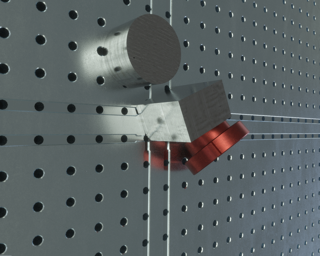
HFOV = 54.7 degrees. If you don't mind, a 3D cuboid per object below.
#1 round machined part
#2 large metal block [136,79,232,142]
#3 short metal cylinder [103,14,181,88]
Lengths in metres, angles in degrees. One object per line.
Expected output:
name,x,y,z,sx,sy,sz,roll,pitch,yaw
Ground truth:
round machined part,0.073,0.020,0.433,0.099,0.097,0.042,-31,78,-36
large metal block,0.030,-0.022,0.399,0.081,0.080,0.050,-29,108,-36
short metal cylinder,-0.021,-0.091,0.375,0.081,0.050,0.079,0,90,-40
